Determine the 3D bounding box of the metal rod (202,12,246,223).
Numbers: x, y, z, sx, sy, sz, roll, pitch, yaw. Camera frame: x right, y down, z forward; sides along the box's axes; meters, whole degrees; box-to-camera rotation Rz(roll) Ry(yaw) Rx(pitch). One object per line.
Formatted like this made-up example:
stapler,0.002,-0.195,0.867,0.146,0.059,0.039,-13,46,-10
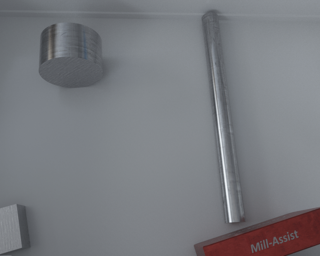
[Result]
metal rod,0.083,-0.028,0.420,0.025,0.025,0.299,-2,70,-1

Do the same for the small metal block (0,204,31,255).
small metal block,-0.185,0.122,0.363,0.050,0.025,0.050,-15,71,-6

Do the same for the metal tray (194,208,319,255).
metal tray,0.107,0.121,0.332,0.131,0.090,0.030,-16,71,-6

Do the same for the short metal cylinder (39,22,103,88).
short metal cylinder,-0.118,-0.094,0.414,0.081,0.080,0.050,-5,70,-2
